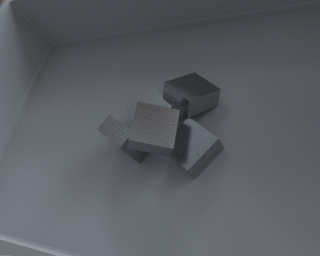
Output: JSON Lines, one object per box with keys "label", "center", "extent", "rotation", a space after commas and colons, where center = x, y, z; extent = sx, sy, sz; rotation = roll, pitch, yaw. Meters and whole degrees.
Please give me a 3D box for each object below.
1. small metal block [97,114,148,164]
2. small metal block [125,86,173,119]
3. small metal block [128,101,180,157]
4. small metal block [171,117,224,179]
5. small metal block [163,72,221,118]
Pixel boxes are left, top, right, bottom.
{"label": "small metal block", "center": [-0.045, 0.015, 0.400], "extent": [0.050, 0.050, 0.025], "rotation": [33, 80, 38]}
{"label": "small metal block", "center": [-0.011, -0.021, 0.419], "extent": [0.050, 0.025, 0.050], "rotation": [-39, 51, 1]}
{"label": "small metal block", "center": [-0.007, 0.001, 0.359], "extent": [0.050, 0.025, 0.050], "rotation": [12, 63, -3]}
{"label": "small metal block", "center": [0.038, 0.023, 0.368], "extent": [0.050, 0.025, 0.050], "rotation": [-46, 52, -4]}
{"label": "small metal block", "center": [0.040, -0.043, 0.394], "extent": [0.050, 0.025, 0.050], "rotation": [-22, 45, -28]}
